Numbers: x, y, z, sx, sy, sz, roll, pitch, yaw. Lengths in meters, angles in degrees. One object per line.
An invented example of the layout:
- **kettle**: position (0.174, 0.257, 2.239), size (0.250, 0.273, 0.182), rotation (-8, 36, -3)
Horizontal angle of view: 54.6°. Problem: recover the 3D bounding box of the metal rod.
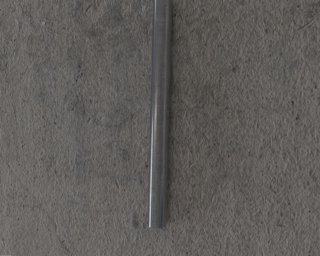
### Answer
- **metal rod**: position (0.000, -0.020, 0.409), size (0.025, 0.025, 0.298), rotation (2, 91, 20)
